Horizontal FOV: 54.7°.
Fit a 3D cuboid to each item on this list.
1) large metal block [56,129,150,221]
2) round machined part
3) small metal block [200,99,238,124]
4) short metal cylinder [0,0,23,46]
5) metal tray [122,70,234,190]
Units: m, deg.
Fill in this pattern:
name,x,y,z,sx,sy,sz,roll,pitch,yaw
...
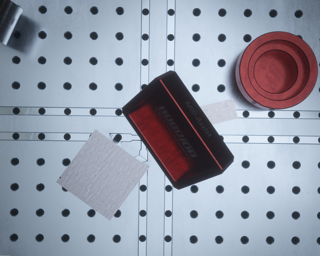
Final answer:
name,x,y,z,sx,sy,sz,roll,pitch,yaw
large metal block,-0.070,0.057,0.400,0.080,0.050,0.080,36,90,0
round machined part,0.148,-0.072,0.406,0.099,0.042,0.097,0,90,0
small metal block,0.068,-0.018,0.401,0.050,0.050,0.025,-14,90,0
short metal cylinder,-0.221,-0.144,0.384,0.080,0.080,0.050,24,90,0
metal tray,0.018,0.006,0.382,0.030,0.090,0.130,-35,91,-42
